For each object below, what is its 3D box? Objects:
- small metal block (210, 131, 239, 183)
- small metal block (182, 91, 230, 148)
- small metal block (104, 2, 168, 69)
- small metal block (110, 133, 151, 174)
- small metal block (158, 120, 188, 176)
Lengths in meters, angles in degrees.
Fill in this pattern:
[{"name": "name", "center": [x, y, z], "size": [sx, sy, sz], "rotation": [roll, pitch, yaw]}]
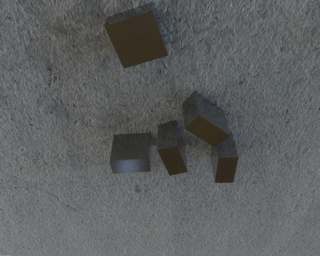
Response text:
[{"name": "small metal block", "center": [0.087, 0.040, 0.426], "size": [0.025, 0.050, 0.050], "rotation": [-1, 130, 0]}, {"name": "small metal block", "center": [0.056, -0.011, 0.382], "size": [0.050, 0.050, 0.025], "rotation": [31, 124, -24]}, {"name": "small metal block", "center": [-0.023, -0.096, 0.325], "size": [0.050, 0.025, 0.050], "rotation": [-14, 129, 11]}, {"name": "small metal block", "center": [-0.038, 0.033, 0.419], "size": [0.050, 0.050, 0.025], "rotation": [-3, 130, 2]}, {"name": "small metal block", "center": [0.017, 0.027, 0.414], "size": [0.025, 0.050, 0.050], "rotation": [-14, 129, 12]}]
